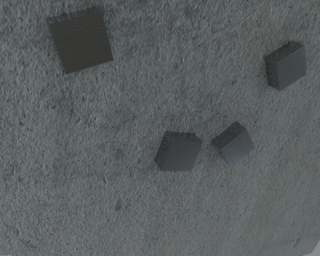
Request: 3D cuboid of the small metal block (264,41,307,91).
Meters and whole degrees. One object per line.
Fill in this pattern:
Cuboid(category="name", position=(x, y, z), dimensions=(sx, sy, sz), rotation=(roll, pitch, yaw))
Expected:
Cuboid(category="small metal block", position=(0.183, -0.090, 0.451), dimensions=(0.050, 0.025, 0.050), rotation=(-32, 129, -8))

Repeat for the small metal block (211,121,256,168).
Cuboid(category="small metal block", position=(0.116, 0.026, 0.486), dimensions=(0.050, 0.025, 0.050), rotation=(-38, 129, -2))

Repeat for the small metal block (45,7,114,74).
Cuboid(category="small metal block", position=(-0.079, -0.088, 0.309), dimensions=(0.050, 0.025, 0.050), rotation=(-21, 127, -16))

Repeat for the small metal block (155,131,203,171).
Cuboid(category="small metal block", position=(0.027, 0.034, 0.442), dimensions=(0.050, 0.025, 0.050), rotation=(5, 116, -31))
